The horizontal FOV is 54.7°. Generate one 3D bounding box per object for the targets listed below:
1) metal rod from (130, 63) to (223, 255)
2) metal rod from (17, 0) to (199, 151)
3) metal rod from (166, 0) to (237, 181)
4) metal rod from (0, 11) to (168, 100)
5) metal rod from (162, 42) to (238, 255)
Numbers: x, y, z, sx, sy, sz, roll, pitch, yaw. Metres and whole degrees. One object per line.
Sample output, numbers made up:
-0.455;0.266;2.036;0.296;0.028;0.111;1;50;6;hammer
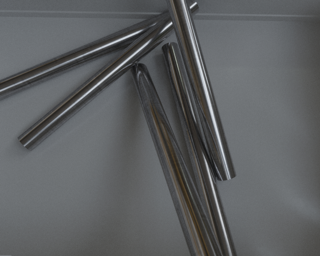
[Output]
0.008;0.021;0.339;0.025;0.025;0.300;-15;47;-6;metal rod
-0.064;-0.078;0.422;0.301;0.025;0.025;-42;76;-9;metal rod
0.042;-0.080;0.376;0.025;0.025;0.298;-17;96;-6;metal rod
-0.116;-0.102;0.445;0.302;0.025;0.025;-26;72;-10;metal rod
0.046;0.019;0.403;0.025;0.025;0.299;-12;70;-5;metal rod
